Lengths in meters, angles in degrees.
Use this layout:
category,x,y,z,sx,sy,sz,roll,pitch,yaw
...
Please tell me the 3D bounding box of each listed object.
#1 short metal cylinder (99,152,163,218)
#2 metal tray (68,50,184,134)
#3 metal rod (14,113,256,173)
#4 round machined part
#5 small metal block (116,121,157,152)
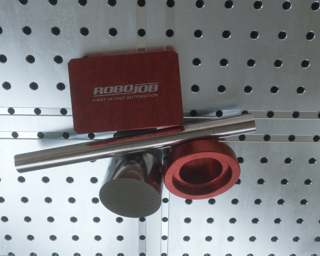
category,x,y,z,sx,sy,sz,roll,pitch,yaw
short metal cylinder,-0.036,0.076,0.415,0.080,0.050,0.079,3,129,4
metal tray,-0.040,-0.043,0.380,0.131,0.030,0.089,-5,92,0
metal rod,-0.033,0.020,0.393,0.302,0.025,0.025,-10,110,3
round machined part,0.053,0.049,0.411,0.099,0.042,0.097,-3,132,-3
small metal block,-0.036,0.015,0.427,0.050,0.025,0.050,17,109,-7
